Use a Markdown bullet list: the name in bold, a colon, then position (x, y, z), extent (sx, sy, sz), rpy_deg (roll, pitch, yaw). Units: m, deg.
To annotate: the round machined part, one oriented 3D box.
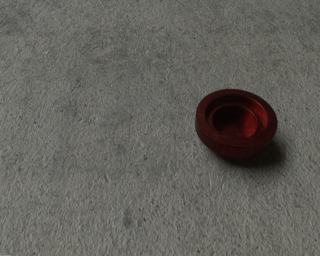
- **round machined part**: position (0.093, -0.002, 0.394), extent (0.099, 0.042, 0.098), rpy_deg (0, 50, 0)
